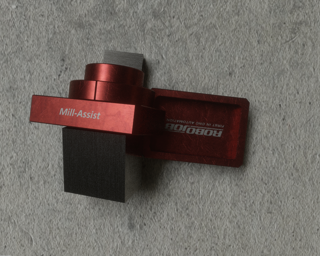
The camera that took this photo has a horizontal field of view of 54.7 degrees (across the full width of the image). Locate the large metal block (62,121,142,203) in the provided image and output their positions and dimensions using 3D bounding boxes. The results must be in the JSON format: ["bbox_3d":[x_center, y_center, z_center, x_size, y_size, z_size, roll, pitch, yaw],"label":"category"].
[{"bbox_3d":[-0.069,0.038,0.379,0.080,0.050,0.079,6,103,17],"label":"large metal block"}]

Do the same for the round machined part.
[{"bbox_3d":[-0.054,-0.048,0.363,0.099,0.098,0.042,6,90,-1],"label":"round machined part"}]

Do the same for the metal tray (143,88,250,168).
[{"bbox_3d":[0.045,0.000,0.409,0.131,0.030,0.089,6,90,-1],"label":"metal tray"}]

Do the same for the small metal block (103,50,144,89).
[{"bbox_3d":[-0.049,-0.074,0.411,0.050,0.025,0.050,7,90,-1],"label":"small metal block"}]

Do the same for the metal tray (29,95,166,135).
[{"bbox_3d":[-0.069,-0.014,0.361,0.130,0.090,0.030,7,91,18],"label":"metal tray"}]
